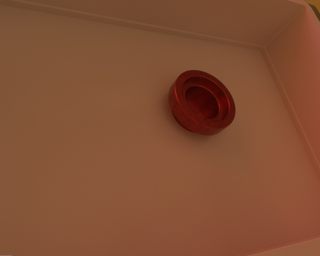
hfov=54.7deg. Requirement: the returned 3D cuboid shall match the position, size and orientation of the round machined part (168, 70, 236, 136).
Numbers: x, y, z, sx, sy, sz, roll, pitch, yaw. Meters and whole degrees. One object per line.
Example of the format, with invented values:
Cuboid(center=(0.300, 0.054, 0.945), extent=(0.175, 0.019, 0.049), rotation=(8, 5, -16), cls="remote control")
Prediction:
Cuboid(center=(0.056, -0.032, 0.446), extent=(0.099, 0.042, 0.098), rotation=(14, 56, -21), cls="round machined part")
